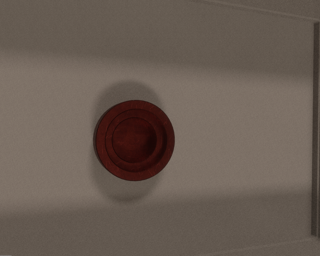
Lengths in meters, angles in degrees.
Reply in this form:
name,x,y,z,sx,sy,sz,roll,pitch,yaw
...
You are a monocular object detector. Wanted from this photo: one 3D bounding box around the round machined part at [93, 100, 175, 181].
name,x,y,z,sx,sy,sz,roll,pitch,yaw
round machined part,-0.035,0.015,0.390,0.099,0.042,0.097,0,90,-21
